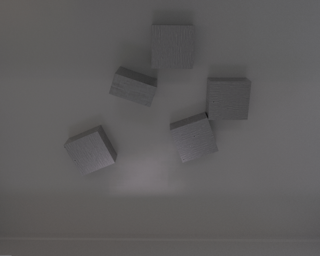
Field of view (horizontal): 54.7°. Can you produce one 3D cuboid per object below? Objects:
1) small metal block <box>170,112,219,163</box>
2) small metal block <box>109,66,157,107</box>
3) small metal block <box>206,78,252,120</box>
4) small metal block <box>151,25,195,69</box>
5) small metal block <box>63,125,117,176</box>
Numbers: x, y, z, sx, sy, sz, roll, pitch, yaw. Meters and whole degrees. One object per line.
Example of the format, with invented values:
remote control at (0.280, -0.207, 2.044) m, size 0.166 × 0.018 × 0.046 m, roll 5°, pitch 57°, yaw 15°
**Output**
small metal block at (0.045, 0.012, 0.416) m, size 0.050 × 0.025 × 0.050 m, roll -19°, pitch 109°, yaw 7°
small metal block at (-0.031, -0.051, 0.379) m, size 0.050 × 0.050 × 0.025 m, roll 18°, pitch 109°, yaw -7°
small metal block at (0.087, -0.038, 0.398) m, size 0.050 × 0.025 × 0.050 m, roll 0°, pitch 110°, yaw -1°
small metal block at (0.015, -0.099, 0.375) m, size 0.050 × 0.025 × 0.050 m, roll 0°, pitch 110°, yaw -1°
small metal block at (-0.093, 0.031, 0.422) m, size 0.050 × 0.025 × 0.050 m, roll -23°, pitch 109°, yaw 8°
